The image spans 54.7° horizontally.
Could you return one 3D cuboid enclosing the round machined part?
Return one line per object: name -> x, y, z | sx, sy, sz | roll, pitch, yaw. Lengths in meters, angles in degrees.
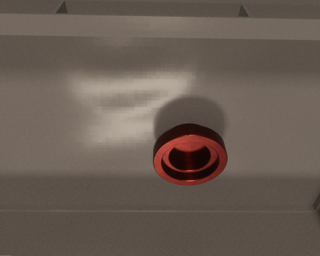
round machined part -> 0.040, 0.032, 0.426 | 0.099, 0.042, 0.097 | -1, 130, 0
